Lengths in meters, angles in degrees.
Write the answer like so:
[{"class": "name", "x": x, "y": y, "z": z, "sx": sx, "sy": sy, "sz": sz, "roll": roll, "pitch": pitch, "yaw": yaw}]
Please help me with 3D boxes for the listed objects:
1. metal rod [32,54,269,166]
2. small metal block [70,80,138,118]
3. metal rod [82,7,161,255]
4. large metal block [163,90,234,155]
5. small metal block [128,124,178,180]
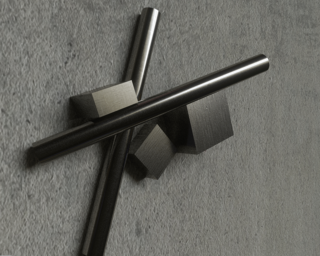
[{"class": "metal rod", "x": 0.008, "y": -0.030, "z": 0.360, "sx": 0.302, "sy": 0.025, "sz": 0.025, "roll": -24, "pitch": 106, "yaw": -21}, {"class": "small metal block", "x": -0.061, "y": -0.031, "z": 0.338, "sx": 0.050, "sy": 0.050, "sz": 0.025, "roll": -26, "pitch": 107, "yaw": -37}, {"class": "metal rod", "x": -0.043, "y": -0.004, "z": 0.370, "sx": 0.025, "sy": 0.025, "sz": 0.299, "roll": 21, "pitch": 77, "yaw": -39}, {"class": "large metal block", "x": 0.052, "y": -0.016, "z": 0.435, "sx": 0.081, "sy": 0.050, "sz": 0.079, "roll": -23, "pitch": 105, "yaw": -38}, {"class": "small metal block", "x": -0.011, "y": 0.030, "z": 0.397, "sx": 0.050, "sy": 0.025, "sz": 0.050, "roll": 52, "pitch": 60, "yaw": -28}]
